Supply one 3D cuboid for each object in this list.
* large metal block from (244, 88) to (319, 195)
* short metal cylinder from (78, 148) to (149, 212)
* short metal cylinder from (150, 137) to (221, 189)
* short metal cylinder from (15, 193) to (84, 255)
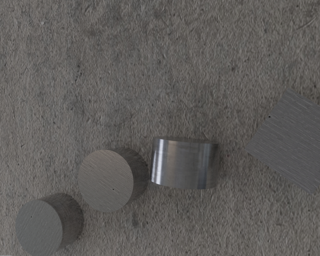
[{"bbox_3d":[0.152,0.013,0.342,0.080,0.050,0.080,36,101,16],"label":"large metal block"},{"bbox_3d":[-0.062,0.067,0.417,0.080,0.050,0.079,0,90,20],"label":"short metal cylinder"},{"bbox_3d":[0.030,0.039,0.369,0.080,0.080,0.050,5,92,20],"label":"short metal cylinder"},{"bbox_3d":[-0.160,0.140,0.452,0.080,0.050,0.079,0,90,20],"label":"short metal cylinder"}]
